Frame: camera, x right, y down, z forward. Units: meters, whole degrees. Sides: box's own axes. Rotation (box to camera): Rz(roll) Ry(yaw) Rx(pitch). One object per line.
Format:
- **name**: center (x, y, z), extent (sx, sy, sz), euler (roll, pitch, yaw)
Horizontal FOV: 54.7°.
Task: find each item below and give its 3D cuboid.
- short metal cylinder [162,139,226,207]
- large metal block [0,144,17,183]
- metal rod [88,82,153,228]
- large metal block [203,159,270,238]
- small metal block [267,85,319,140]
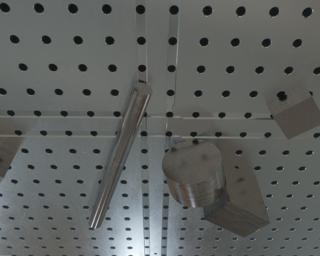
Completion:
- **short metal cylinder**: center (0.047, 0.061, 0.428), extent (0.080, 0.080, 0.050), euler (-10, 130, 8)
- **large metal block**: center (-0.267, 0.056, 0.440), extent (0.080, 0.050, 0.080), euler (31, 123, -24)
- **metal rod**: center (-0.068, 0.060, 0.462), extent (0.025, 0.025, 0.298), euler (14, 129, -12)
- **large metal block**: center (0.109, 0.105, 0.466), extent (0.080, 0.080, 0.050), euler (30, 124, -24)
- **small metal block**: center (0.175, -0.019, 0.397), extent (0.050, 0.025, 0.050), euler (-30, 124, 23)
